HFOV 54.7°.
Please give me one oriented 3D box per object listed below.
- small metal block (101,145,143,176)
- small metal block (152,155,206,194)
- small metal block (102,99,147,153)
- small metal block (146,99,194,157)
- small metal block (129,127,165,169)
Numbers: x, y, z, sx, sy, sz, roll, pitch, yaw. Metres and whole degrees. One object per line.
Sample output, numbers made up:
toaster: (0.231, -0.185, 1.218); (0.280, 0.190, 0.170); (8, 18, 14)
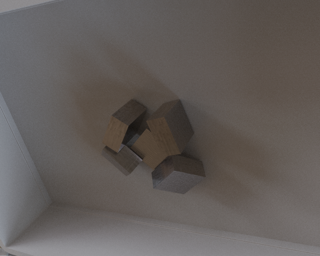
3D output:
small metal block: (-0.056, 0.042, 0.445); (0.050, 0.025, 0.050); (41, 162, -1)
small metal block: (0.024, 0.063, 0.415); (0.050, 0.025, 0.050); (16, 135, -29)
small metal block: (-0.047, -0.003, 0.411); (0.025, 0.050, 0.050); (32, 128, 7)
small metal block: (0.014, -0.001, 0.381); (0.025, 0.050, 0.050); (-12, 112, 32)
small metal block: (-0.006, 0.025, 0.423); (0.050, 0.025, 0.050); (41, 129, 0)
